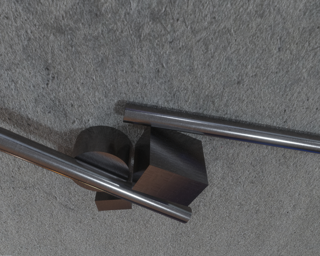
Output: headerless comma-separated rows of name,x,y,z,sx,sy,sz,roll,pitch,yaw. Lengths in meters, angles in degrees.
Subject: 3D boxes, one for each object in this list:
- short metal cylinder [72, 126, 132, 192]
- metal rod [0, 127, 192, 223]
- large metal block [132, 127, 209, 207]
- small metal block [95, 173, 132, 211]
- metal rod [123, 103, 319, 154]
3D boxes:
short metal cylinder,-0.080,0.043,0.426,0.081,0.050,0.079,0,130,0
metal rod,-0.086,0.062,0.392,0.301,0.025,0.025,28,125,-22
large metal block,0.012,0.047,0.411,0.080,0.080,0.050,21,127,-18
small metal block,-0.068,0.097,0.472,0.050,0.050,0.025,-4,130,3
metal rod,0.103,0.005,0.412,0.302,0.025,0.025,9,130,-9
